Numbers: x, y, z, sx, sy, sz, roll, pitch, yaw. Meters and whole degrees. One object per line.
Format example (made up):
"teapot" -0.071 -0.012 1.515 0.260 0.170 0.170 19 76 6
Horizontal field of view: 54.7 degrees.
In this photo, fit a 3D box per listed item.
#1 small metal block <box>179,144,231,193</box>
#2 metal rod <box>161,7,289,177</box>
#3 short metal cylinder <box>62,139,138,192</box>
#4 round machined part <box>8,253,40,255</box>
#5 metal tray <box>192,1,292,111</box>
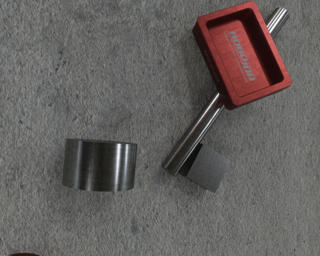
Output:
"small metal block" 0.063 0.055 0.433 0.050 0.025 0.050 32 80 -18
"metal rod" 0.099 -0.059 0.445 0.025 0.025 0.300 41 77 -16
"short metal cylinder" -0.068 0.040 0.355 0.081 0.080 0.050 5 89 -20
"round machined part" -0.159 0.195 0.342 0.099 0.042 0.097 0 90 -20
"metal tray" 0.111 -0.099 0.425 0.091 0.030 0.129 -21 84 -11
